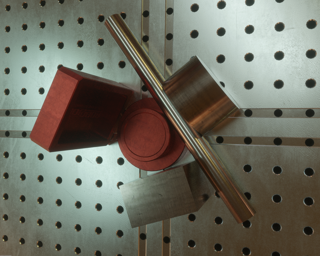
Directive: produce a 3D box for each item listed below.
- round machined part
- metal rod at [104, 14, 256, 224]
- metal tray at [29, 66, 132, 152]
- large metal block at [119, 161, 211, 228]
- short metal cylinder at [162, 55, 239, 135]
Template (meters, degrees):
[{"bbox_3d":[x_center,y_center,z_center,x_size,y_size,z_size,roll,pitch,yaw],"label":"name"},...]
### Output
[{"bbox_3d":[-0.013,0.009,0.407,0.098,0.042,0.097,0,90,19],"label":"round machined part"},{"bbox_3d":[0.019,-0.020,0.383,0.025,0.025,0.299,-37,79,16],"label":"metal rod"},{"bbox_3d":[-0.091,-0.020,0.388,0.030,0.130,0.090,29,99,17],"label":"metal tray"},{"bbox_3d":[0.010,0.077,0.379,0.080,0.080,0.050,-20,84,18],"label":"large metal block"},{"bbox_3d":[0.048,-0.039,0.365,0.050,0.080,0.080,-39,78,16],"label":"short metal cylinder"}]
